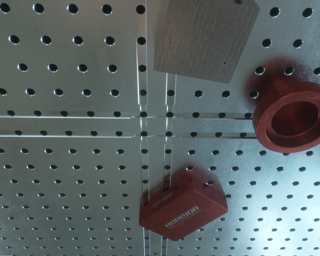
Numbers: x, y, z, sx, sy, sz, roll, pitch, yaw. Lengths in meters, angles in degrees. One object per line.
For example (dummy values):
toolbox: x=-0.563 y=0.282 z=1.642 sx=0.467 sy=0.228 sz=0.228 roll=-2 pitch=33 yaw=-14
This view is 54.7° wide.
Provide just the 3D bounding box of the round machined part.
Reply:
round machined part: x=0.165 y=-0.017 z=0.387 sx=0.099 sy=0.042 sz=0.097 roll=0 pitch=130 yaw=0

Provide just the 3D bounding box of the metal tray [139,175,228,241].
metal tray: x=0.038 y=0.141 z=0.528 sx=0.090 sy=0.030 sz=0.130 roll=34 pitch=122 yaw=-26

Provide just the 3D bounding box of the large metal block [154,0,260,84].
large metal block: x=0.041 y=-0.098 z=0.312 sx=0.081 sy=0.050 sz=0.079 roll=9 pitch=130 yaw=-8
